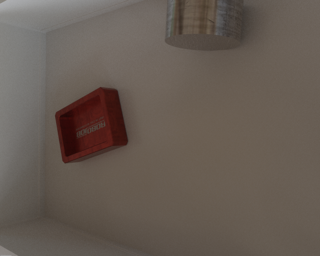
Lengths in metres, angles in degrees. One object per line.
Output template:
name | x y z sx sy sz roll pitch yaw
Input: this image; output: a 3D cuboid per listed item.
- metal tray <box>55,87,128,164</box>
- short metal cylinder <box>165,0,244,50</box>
metal tray | -0.113 -0.001 0.494 0.130 0.030 0.090 -20 77 37
short metal cylinder | 0.047 -0.116 0.331 0.080 0.081 0.050 7 94 39
